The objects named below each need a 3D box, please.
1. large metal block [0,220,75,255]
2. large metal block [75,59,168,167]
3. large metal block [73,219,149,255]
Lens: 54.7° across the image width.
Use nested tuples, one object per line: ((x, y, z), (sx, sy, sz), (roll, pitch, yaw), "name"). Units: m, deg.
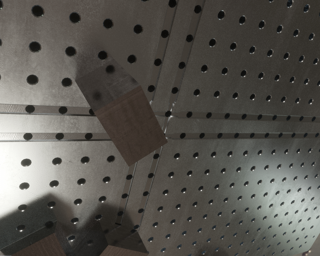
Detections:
((-0.155, 0.182, 0.402), (0.080, 0.050, 0.080), (-26, 97, -13), "large metal block")
((-0.043, -0.018, 0.342), (0.050, 0.080, 0.080), (-32, 129, -8), "large metal block")
((-0.079, 0.196, 0.474), (0.080, 0.050, 0.080), (32, 100, -39), "large metal block")
